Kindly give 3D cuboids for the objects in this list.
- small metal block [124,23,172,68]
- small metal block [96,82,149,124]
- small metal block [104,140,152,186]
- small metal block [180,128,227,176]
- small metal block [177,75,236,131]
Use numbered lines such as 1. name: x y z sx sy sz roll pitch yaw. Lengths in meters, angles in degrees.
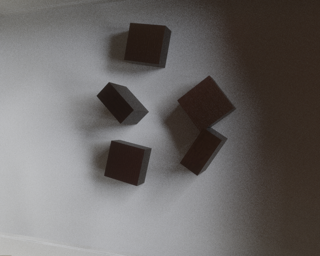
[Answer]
1. small metal block: -0.016 -0.111 0.415 0.050 0.025 0.050 11 94 19
2. small metal block: -0.048 -0.032 0.413 0.025 0.050 0.050 -45 76 14
3. small metal block: -0.044 0.047 0.425 0.050 0.025 0.050 14 94 19
4. small metal block: 0.055 0.027 0.377 0.025 0.050 0.050 36 101 16
5. small metal block: 0.059 -0.029 0.389 0.050 0.025 0.050 -38 78 15
